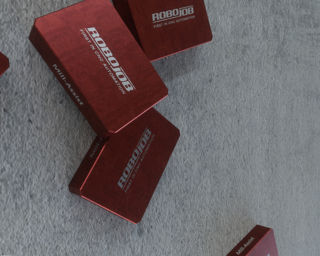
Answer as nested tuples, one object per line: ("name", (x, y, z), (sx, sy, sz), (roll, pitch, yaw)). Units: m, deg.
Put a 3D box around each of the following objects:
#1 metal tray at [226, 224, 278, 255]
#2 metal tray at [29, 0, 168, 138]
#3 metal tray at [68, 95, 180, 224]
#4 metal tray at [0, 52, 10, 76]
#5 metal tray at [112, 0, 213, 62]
("metal tray", (0.156, 0.240, 0.532), (0.131, 0.030, 0.089), (-26, 106, -37))
("metal tray", (-0.061, -0.066, 0.329), (0.091, 0.030, 0.130), (-39, 99, -33))
("metal tray", (-0.037, 0.036, 0.371), (0.090, 0.030, 0.130), (40, 66, -33))
("metal tray", (-0.197, -0.035, 0.235), (0.090, 0.030, 0.130), (46, 62, -30))
("metal tray", (0.009, -0.143, 0.408), (0.131, 0.030, 0.089), (-28, 108, -36))
